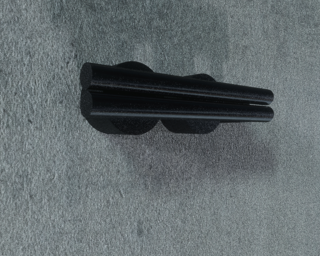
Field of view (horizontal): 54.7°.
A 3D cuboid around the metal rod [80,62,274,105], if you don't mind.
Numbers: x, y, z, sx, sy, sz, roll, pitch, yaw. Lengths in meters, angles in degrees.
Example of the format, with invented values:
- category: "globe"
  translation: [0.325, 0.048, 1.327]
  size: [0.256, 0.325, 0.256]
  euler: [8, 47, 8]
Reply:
- category: "metal rod"
  translation: [0.048, -0.047, 0.380]
  size: [0.302, 0.025, 0.025]
  euler: [0, 90, -40]

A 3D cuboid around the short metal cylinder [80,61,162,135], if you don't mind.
- category: "short metal cylinder"
  translation: [-0.042, -0.032, 0.353]
  size: [0.081, 0.050, 0.080]
  euler: [0, 90, -40]

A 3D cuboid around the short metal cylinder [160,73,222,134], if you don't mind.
- category: "short metal cylinder"
  translation: [0.042, -0.032, 0.425]
  size: [0.081, 0.050, 0.080]
  euler: [0, 90, -40]

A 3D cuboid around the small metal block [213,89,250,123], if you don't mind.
- category: "small metal block"
  translation: [0.111, -0.033, 0.484]
  size: [0.025, 0.050, 0.050]
  euler: [-2, 91, -40]

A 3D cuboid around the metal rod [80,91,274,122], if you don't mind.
- category: "metal rod"
  translation: [0.048, -0.021, 0.380]
  size: [0.302, 0.025, 0.025]
  euler: [0, 90, -40]
